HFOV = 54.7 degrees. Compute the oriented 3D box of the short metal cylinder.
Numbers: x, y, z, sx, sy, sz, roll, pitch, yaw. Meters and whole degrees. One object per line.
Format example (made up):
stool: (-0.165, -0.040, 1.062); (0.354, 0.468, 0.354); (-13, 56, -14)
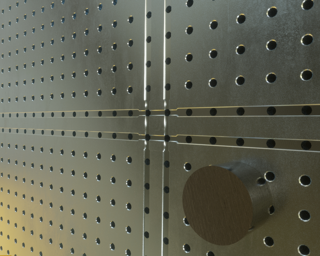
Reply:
short metal cylinder: (0.072, 0.078, 0.333); (0.080, 0.050, 0.079); (0, 90, 39)
